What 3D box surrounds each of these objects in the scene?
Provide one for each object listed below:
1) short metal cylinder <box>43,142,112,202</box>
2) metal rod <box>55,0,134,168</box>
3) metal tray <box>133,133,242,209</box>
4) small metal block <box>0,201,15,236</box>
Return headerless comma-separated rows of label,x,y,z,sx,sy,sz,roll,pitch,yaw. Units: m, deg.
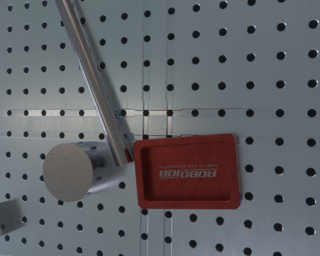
short metal cylinder,-0.117,0.060,0.440,0.080,0.050,0.079,0,90,20
metal rod,-0.102,-0.087,0.448,0.025,0.025,0.299,-24,82,18
metal tray,0.034,0.056,0.397,0.130,0.030,0.089,-5,88,19
small metal block,-0.274,0.154,0.509,0.050,0.025,0.050,-22,83,18
